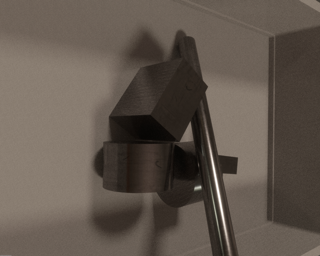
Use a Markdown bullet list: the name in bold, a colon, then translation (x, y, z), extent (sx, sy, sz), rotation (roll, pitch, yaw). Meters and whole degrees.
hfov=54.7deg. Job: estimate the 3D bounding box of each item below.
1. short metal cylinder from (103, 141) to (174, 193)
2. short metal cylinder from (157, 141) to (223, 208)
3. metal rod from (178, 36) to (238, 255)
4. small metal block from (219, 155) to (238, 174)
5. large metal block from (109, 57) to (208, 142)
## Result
- **short metal cylinder**: translation (-0.024, 0.041, 0.353), extent (0.081, 0.080, 0.050), rotation (1, 90, -40)
- **short metal cylinder**: translation (0.034, 0.058, 0.401), extent (0.050, 0.080, 0.079), rotation (-3, 92, -40)
- **metal rod**: translation (0.052, 0.009, 0.372), extent (0.025, 0.025, 0.299), rotation (19, 52, -39)
- **small metal block**: translation (0.079, 0.052, 0.459), extent (0.050, 0.050, 0.025), rotation (10, 84, -40)
- **large metal block**: translation (-0.002, -0.032, 0.371), extent (0.050, 0.080, 0.080), rotation (44, 64, -32)
